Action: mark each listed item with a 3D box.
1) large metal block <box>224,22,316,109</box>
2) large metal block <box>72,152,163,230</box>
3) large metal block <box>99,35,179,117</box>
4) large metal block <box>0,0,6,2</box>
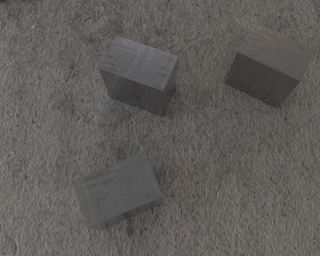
[{"bbox_3d":[0.140,-0.079,0.409,0.080,0.080,0.050,28,73,10],"label":"large metal block"},{"bbox_3d":[-0.043,0.075,0.351,0.080,0.080,0.050,-21,72,-8],"label":"large metal block"},{"bbox_3d":[-0.024,-0.064,0.402,0.080,0.080,0.050,20,72,7],"label":"large metal block"},{"bbox_3d":[-0.245,-0.253,0.486,0.080,0.050,0.080,-23,72,-8],"label":"large metal block"}]
